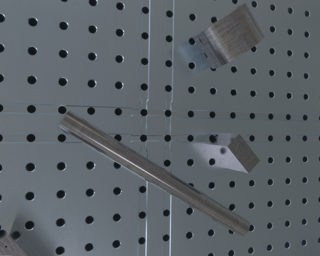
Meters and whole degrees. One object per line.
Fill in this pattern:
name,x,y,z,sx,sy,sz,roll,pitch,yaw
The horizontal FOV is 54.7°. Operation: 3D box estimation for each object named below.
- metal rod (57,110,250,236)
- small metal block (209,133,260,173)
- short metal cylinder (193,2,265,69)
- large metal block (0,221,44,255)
metal rod,0.004,0.069,0.414,0.301,0.025,0.025,34,79,-17
small metal block,0.104,0.034,0.438,0.025,0.050,0.050,-44,104,-15
short metal cylinder,0.091,-0.123,0.417,0.080,0.080,0.050,-38,103,-16
large metal block,-0.172,0.164,0.336,0.080,0.050,0.080,-37,102,-16
